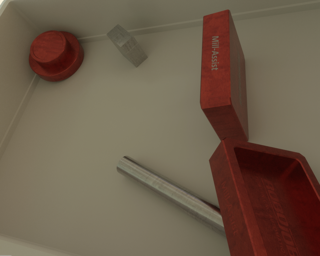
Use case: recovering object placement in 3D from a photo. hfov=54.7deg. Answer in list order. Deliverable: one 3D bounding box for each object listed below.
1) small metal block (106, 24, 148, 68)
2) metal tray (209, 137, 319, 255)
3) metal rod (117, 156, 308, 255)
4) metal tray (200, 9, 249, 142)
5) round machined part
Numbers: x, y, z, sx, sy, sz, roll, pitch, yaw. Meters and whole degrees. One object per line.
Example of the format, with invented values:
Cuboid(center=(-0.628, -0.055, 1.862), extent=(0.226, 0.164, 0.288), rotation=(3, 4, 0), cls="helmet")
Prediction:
Cuboid(center=(-0.052, -0.131, 0.496), extent=(0.025, 0.050, 0.050), rotation=(-43, 51, -1), cls="small metal block")
Cuboid(center=(0.097, 0.070, 0.255), extent=(0.091, 0.030, 0.130), rotation=(12, 40, -15), cls="metal tray")
Cuboid(center=(0.066, 0.096, 0.311), extent=(0.300, 0.025, 0.025), rotation=(23, 74, 36), cls="metal rod")
Cuboid(center=(0.076, -0.058, 0.358), extent=(0.030, 0.090, 0.130), rotation=(-8, 58, 24), cls="metal tray")
Cuboid(center=(-0.193, -0.137, 0.561), extent=(0.098, 0.042, 0.098), rotation=(-4, 68, 9), cls="round machined part")
